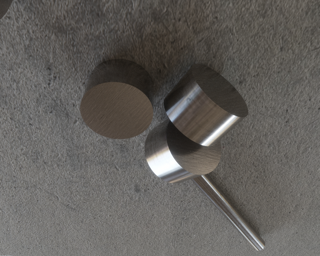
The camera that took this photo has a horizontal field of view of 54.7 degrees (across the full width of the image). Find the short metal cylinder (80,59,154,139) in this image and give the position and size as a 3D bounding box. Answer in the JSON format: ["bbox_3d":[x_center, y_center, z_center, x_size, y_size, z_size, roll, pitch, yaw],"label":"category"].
[{"bbox_3d":[-0.048,-0.033,0.362,0.081,0.050,0.079,0,130,0],"label":"short metal cylinder"}]

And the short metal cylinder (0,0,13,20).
[{"bbox_3d":[-0.152,-0.136,0.254,0.050,0.080,0.079,19,128,-15],"label":"short metal cylinder"}]

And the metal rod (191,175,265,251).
[{"bbox_3d":[0.109,0.131,0.519,0.025,0.025,0.300,-27,126,21],"label":"metal rod"}]

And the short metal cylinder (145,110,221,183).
[{"bbox_3d":[0.028,0.024,0.383,0.080,0.080,0.050,27,147,-21],"label":"short metal cylinder"}]

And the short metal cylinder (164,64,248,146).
[{"bbox_3d":[0.052,-0.026,0.349,0.080,0.080,0.050,28,124,-22],"label":"short metal cylinder"}]
